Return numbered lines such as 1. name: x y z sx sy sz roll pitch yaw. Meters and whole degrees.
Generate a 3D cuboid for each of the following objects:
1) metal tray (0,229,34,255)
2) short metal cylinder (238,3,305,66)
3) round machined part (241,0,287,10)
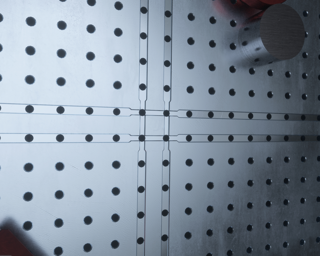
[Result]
1. metal tray: -0.161 0.185 0.328 0.130 0.030 0.090 54 43 -13
2. short metal cylinder: 0.166 -0.137 0.462 0.081 0.050 0.079 0 90 -21
3. round machined part: 0.147 -0.223 0.459 0.099 0.042 0.097 0 89 -20
